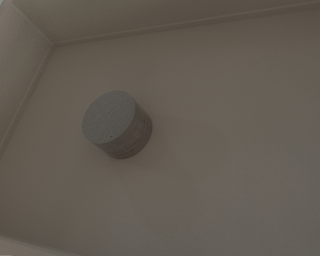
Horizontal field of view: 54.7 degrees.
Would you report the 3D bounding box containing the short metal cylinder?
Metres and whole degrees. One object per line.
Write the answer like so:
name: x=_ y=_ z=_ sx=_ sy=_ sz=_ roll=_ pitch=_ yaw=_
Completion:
short metal cylinder: x=-0.057 y=-0.004 z=0.421 sx=0.080 sy=0.050 sz=0.080 roll=-13 pitch=56 yaw=20
